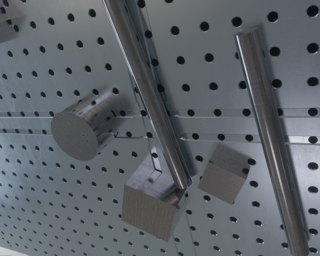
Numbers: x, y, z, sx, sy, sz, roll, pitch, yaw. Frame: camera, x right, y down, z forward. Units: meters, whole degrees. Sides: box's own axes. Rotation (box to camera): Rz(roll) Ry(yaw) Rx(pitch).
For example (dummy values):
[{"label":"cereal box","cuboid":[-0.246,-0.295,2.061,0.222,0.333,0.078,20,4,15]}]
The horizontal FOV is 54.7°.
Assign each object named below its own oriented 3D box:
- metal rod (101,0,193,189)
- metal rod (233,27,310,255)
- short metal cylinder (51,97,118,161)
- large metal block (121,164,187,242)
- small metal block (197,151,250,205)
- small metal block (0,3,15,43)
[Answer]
[{"label":"metal rod","cuboid":[-0.016,-0.051,0.388,0.025,0.025,0.299,-8,115,31]},{"label":"metal rod","cuboid":[0.136,0.034,0.360,0.025,0.025,0.299,-8,115,31]},{"label":"short metal cylinder","cuboid":[-0.110,0.001,0.454,0.080,0.050,0.079,13,124,21]},{"label":"large metal block","cuboid":[-0.009,0.113,0.470,0.080,0.050,0.079,20,126,16]},{"label":"small metal block","cuboid":[0.083,0.066,0.408,0.050,0.025,0.050,25,127,12]},{"label":"small metal block","cuboid":[-0.243,-0.155,0.443,0.050,0.025,0.050,46,129,-4]}]
